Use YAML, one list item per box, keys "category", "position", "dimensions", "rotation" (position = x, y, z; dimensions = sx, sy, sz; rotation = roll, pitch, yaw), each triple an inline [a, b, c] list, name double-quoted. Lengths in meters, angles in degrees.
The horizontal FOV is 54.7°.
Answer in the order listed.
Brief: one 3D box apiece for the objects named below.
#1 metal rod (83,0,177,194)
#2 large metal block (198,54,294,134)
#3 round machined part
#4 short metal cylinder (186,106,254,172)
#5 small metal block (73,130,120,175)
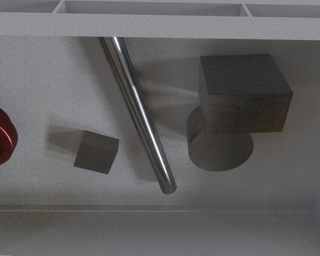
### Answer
- category: "metal rod"
  position: [-0.024, -0.015, 0.396]
  dimensions: [0.025, 0.025, 0.299]
  rotation: [-12, 130, 9]
- category: "large metal block"
  position: [0.087, -0.039, 0.341]
  dimensions: [0.081, 0.080, 0.050]
  rotation: [-2, 130, 1]
- category: "round machined part"
  position: [-0.233, 0.003, 0.397]
  dimensions: [0.099, 0.042, 0.097]
  rotation: [-1, 130, 0]
- category: "short metal cylinder"
  position: [0.076, 0.012, 0.404]
  dimensions: [0.081, 0.050, 0.079]
  rotation: [0, 130, 0]
- category: "small metal block"
  position: [-0.090, 0.035, 0.438]
  dimensions: [0.050, 0.025, 0.050]
  rotation: [16, 128, -14]
